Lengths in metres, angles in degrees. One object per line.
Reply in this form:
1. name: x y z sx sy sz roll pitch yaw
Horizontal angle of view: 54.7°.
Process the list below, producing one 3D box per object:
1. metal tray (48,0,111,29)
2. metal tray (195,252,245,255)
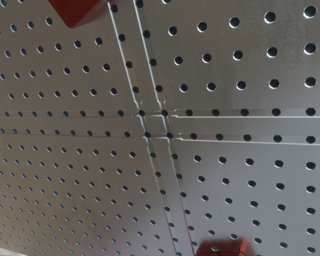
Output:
1. metal tray: -0.081 -0.183 0.336 0.130 0.030 0.090 -27 104 37
2. metal tray: 0.118 0.263 0.507 0.090 0.030 0.130 -19 109 35
